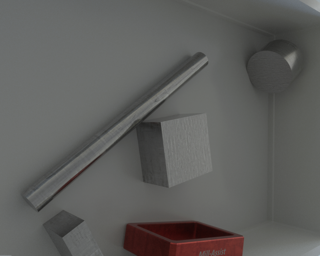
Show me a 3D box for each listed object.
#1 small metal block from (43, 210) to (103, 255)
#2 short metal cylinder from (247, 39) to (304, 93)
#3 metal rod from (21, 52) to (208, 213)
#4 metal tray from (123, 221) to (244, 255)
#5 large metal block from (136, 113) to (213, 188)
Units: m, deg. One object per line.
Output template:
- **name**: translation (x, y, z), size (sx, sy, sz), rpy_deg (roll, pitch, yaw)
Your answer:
- **small metal block**: translation (-0.089, 0.117, 0.318), size (0.025, 0.050, 0.050), rpy_deg (-34, 112, -35)
- **short metal cylinder**: translation (0.202, -0.108, 0.543), size (0.050, 0.080, 0.080), rpy_deg (-39, 114, -33)
- **metal rod**: translation (-0.033, -0.014, 0.380), size (0.302, 0.025, 0.025), rpy_deg (-43, 116, -32)
- **metal tray**: translation (0.032, 0.145, 0.393), size (0.131, 0.090, 0.030), rpy_deg (12, 82, -40)
- **large metal block**: translation (0.020, 0.026, 0.409), size (0.081, 0.050, 0.079), rpy_deg (-12, 98, -40)
